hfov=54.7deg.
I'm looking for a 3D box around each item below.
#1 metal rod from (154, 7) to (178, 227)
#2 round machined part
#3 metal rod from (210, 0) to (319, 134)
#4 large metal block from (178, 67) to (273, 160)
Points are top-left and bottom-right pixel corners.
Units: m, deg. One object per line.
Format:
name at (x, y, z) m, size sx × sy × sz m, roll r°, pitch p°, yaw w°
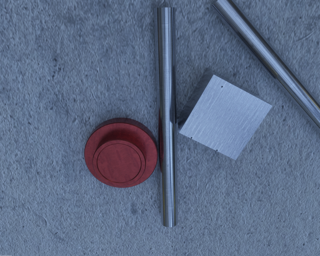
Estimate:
metal rod at (0.010, 0.000, 0.410) m, size 0.025 × 0.025 × 0.298 m, roll -2°, pitch 110°, yaw 0°
round machined part at (-0.052, 0.039, 0.414) m, size 0.099 × 0.042 × 0.097 m, roll 0°, pitch 110°, yaw -1°
metal rod at (0.172, -0.049, 0.394) m, size 0.025 × 0.025 × 0.300 m, roll -43°, pitch 105°, yaw 14°
large metal block at (0.077, -0.019, 0.391) m, size 0.080 × 0.050 × 0.080 m, roll 26°, pitch 108°, yaw -10°
